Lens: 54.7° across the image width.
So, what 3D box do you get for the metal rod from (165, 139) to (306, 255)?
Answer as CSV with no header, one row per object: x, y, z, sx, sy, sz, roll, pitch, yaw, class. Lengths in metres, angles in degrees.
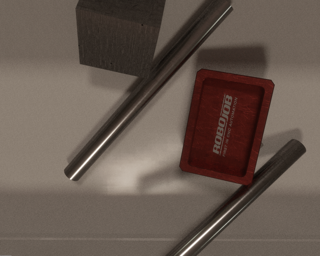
0.075,0.117,0.393,0.301,0.025,0.025,-39,107,-12,metal rod

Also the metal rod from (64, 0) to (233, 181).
-0.024,-0.040,0.396,0.025,0.025,0.299,40,105,-14,metal rod

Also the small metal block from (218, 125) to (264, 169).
0.102,0.021,0.421,0.050,0.025,0.050,39,105,-14,small metal block

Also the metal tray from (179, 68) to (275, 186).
0.081,-0.002,0.385,0.090,0.030,0.129,12,101,11,metal tray

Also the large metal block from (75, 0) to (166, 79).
-0.042,-0.105,0.337,0.081,0.050,0.080,12,150,-5,large metal block
